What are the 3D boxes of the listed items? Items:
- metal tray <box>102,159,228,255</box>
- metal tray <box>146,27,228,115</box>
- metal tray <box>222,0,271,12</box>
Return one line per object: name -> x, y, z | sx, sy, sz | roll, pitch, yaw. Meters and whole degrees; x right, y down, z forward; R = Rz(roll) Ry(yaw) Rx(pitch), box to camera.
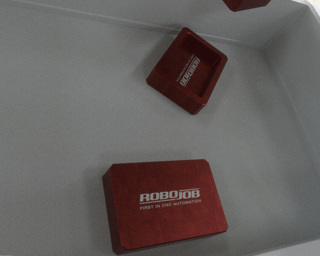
metal tray -> 0.007, 0.085, 0.354 | 0.131, 0.030, 0.090 | 0, 62, -28
metal tray -> 0.046, -0.092, 0.482 | 0.090, 0.030, 0.130 | 34, 51, -6
metal tray -> 0.101, -0.229, 0.445 | 0.091, 0.030, 0.130 | -25, 75, -37
